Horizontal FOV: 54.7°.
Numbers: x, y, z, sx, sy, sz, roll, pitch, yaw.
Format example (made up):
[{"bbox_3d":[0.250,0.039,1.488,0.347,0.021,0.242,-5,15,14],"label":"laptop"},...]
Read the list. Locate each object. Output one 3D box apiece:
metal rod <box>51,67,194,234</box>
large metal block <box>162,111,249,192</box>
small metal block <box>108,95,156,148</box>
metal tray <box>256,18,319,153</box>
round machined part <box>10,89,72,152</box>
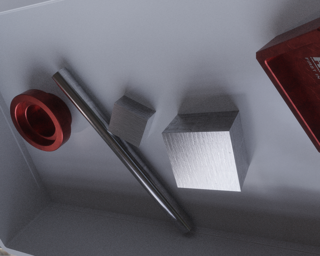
[{"bbox_3d":[-0.049,0.038,0.456,0.025,0.025,0.300,-31,101,38],"label":"metal rod"},{"bbox_3d":[0.058,0.028,0.378,0.080,0.050,0.080,-2,118,29],"label":"large metal block"},{"bbox_3d":[-0.039,-0.009,0.422,0.050,0.025,0.050,28,128,10],"label":"small metal block"},{"bbox_3d":[0.152,-0.030,0.273,0.130,0.030,0.090,53,169,-10],"label":"metal tray"},{"bbox_3d":[-0.177,-0.015,0.479,0.098,0.042,0.097,13,124,20],"label":"round machined part"}]
